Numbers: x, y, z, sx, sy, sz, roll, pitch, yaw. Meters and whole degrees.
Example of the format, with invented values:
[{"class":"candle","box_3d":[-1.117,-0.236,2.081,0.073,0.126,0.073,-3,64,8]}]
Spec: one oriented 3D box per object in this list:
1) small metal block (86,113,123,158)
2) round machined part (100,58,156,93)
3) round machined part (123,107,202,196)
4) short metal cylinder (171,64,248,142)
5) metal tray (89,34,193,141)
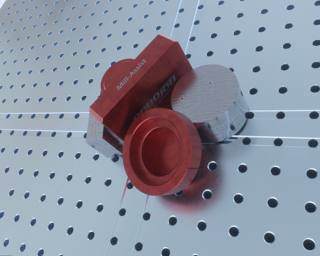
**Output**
[{"class":"small metal block","box_3d":[-0.073,0.006,0.421,0.025,0.050,0.050,-14,56,20]},{"class":"round machined part","box_3d":[-0.047,-0.063,0.455,0.098,0.042,0.098,-13,56,21]},{"class":"round machined part","box_3d":[0.006,0.028,0.357,0.098,0.042,0.097,-7,79,38]},{"class":"short metal cylinder","box_3d":[0.060,-0.029,0.373,0.080,0.050,0.080,-13,56,21]},{"class":"metal tray","box_3d":[-0.014,-0.041,0.394,0.130,0.090,0.030,-48,51,-6]}]
